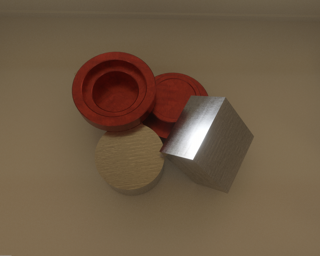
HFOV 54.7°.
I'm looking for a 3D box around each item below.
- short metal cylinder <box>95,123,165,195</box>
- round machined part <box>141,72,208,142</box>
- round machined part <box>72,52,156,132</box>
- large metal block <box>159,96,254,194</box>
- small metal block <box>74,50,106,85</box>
[{"bbox_3d":[-0.035,0.039,0.380,0.081,0.050,0.080,0,70,0],"label":"short metal cylinder"},{"bbox_3d":[0.018,-0.031,0.409,0.099,0.042,0.098,0,70,-1],"label":"round machined part"},{"bbox_3d":[-0.054,-0.041,0.382,0.099,0.042,0.098,0,70,-1],"label":"round machined part"},{"bbox_3d":[0.058,0.019,0.365,0.050,0.080,0.080,9,63,47],"label":"large metal block"},{"bbox_3d":[-0.082,-0.069,0.418,0.025,0.050,0.050,42,76,13],"label":"small metal block"}]
